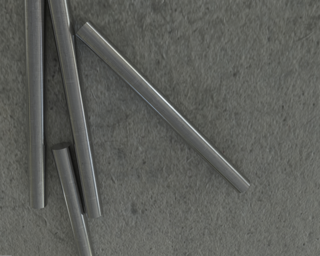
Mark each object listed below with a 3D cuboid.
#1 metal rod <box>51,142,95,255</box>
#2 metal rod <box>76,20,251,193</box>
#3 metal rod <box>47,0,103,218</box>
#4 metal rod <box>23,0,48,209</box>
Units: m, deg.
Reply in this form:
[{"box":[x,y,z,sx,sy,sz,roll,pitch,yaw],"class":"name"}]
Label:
[{"box":[-0.118,0.163,0.468,0.025,0.025,0.298,-6,110,2],"class":"metal rod"},{"box":[0.014,-0.018,0.403,0.025,0.025,0.300,-42,105,14],"class":"metal rod"},{"box":[-0.106,-0.014,0.402,0.025,0.025,0.298,-4,110,1],"class":"metal rod"},{"box":[-0.158,-0.029,0.396,0.025,0.025,0.298,6,110,-3],"class":"metal rod"}]
